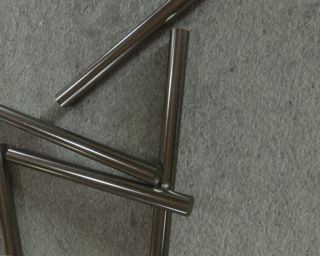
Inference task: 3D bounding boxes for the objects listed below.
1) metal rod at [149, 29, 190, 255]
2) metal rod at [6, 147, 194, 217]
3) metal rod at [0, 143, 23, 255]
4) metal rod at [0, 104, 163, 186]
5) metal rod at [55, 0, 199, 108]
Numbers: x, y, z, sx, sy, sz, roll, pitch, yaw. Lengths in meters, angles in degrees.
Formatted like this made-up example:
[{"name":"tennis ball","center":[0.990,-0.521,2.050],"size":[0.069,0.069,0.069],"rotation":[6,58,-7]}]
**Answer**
[{"name":"metal rod","center":[0.012,0.024,0.404],"size":[0.025,0.025,0.298],"rotation":[6,92,19]},{"name":"metal rod","center":[-0.099,0.067,0.426],"size":[0.301,0.025,0.025],"rotation":[11,94,25]},{"name":"metal rod","center":[-0.235,0.173,0.489],"size":[0.025,0.025,0.298],"rotation":[-13,86,19]},{"name":"metal rod","center":[-0.134,0.016,0.441],"size":[0.301,0.025,0.025],"rotation":[18,96,23]},{"name":"metal rod","center":[-0.028,-0.123,0.417],"size":[0.300,0.025,0.025],"rotation":[-35,79,16]}]
